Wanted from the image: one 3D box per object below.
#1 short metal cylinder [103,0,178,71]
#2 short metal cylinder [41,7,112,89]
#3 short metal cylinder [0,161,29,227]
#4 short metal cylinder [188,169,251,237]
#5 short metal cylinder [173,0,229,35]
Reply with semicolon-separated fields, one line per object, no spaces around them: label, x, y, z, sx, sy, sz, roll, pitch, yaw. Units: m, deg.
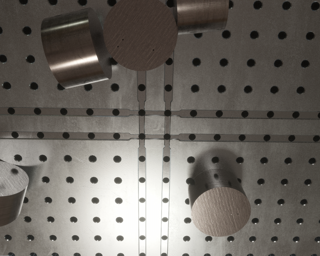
short metal cylinder;-0.021;-0.110;0.359;0.081;0.050;0.079;0;110;-1
short metal cylinder;-0.091;-0.089;0.350;0.050;0.080;0.079;-12;110;4
short metal cylinder;-0.223;0.086;0.413;0.080;0.080;0.050;20;109;-8
short metal cylinder;0.082;0.105;0.440;0.081;0.050;0.079;0;110;0
short metal cylinder;0.040;-0.143;0.332;0.050;0.080;0.079;-6;110;2
